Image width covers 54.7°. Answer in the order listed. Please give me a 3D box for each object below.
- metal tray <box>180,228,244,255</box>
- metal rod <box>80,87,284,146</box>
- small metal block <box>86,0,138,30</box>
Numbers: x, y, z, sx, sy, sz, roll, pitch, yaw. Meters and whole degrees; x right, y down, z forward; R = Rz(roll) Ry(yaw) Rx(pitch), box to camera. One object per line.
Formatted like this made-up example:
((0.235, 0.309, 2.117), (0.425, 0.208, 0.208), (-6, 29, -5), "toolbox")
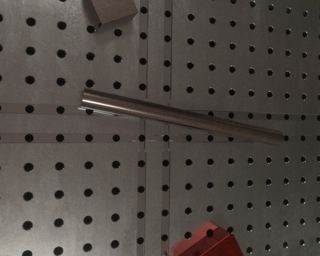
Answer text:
((0.087, 0.223, 0.443), (0.091, 0.030, 0.129), (-29, 100, -18), "metal tray")
((0.044, -0.010, 0.430), (0.302, 0.025, 0.025), (11, 86, -20), "metal rod")
((-0.063, -0.158, 0.390), (0.050, 0.025, 0.050), (-26, 99, -19), "small metal block")
